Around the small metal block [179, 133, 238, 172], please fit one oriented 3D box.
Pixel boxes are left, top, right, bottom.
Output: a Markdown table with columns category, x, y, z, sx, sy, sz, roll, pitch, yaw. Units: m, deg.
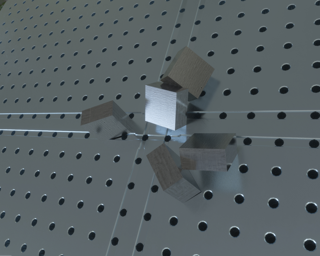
| category | x | y | z | sx | sy | sz | roll | pitch | yaw |
| --- | --- | --- | --- | --- | --- | --- | --- | --- | --- |
| small metal block | 0.055 | 0.026 | 0.346 | 0.050 | 0.025 | 0.050 | 0 | 17 | 26 |

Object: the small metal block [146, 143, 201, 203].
| category | x | y | z | sx | sy | sz | roll | pitch | yaw |
| --- | --- | --- | --- | --- | --- | --- | --- | --- | --- |
| small metal block | 0.016 | 0.052 | 0.352 | 0.025 | 0.050 | 0.050 | -36 | 51 | 8 |

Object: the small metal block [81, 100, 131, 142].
| category | x | y | z | sx | sy | sz | roll | pitch | yaw |
| --- | --- | --- | --- | --- | --- | --- | --- | --- | --- |
| small metal block | -0.075 | -0.009 | 0.438 | 0.050 | 0.050 | 0.025 | -17 | 55 | 19 |

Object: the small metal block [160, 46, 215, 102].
| category | x | y | z | sx | sy | sz | roll | pitch | yaw |
| --- | --- | --- | --- | --- | --- | --- | --- | --- | --- |
| small metal block | 0.037 | -0.071 | 0.413 | 0.050 | 0.050 | 0.025 | -60 | 17 | -16 |

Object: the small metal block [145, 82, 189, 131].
| category | x | y | z | sx | sy | sz | roll | pitch | yaw |
| --- | --- | --- | --- | --- | --- | --- | --- | --- | --- |
| small metal block | 0.008 | -0.030 | 0.405 | 0.050 | 0.050 | 0.025 | 19 | 29 | 35 |
